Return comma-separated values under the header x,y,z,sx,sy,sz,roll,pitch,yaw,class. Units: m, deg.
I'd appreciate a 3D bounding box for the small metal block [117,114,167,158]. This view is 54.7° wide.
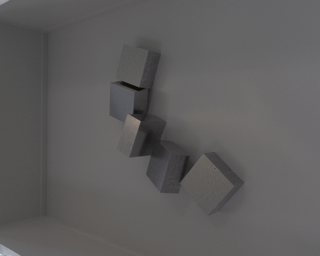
x,y,z,sx,sy,sz,roll,pitch,yaw,class
-0.024,0.010,0.410,0.025,0.050,0.050,29,108,36,small metal block

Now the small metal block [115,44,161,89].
x,y,z,sx,sy,sz,roll,pitch,yaw,class
-0.031,-0.086,0.433,0.050,0.025,0.050,25,106,37,small metal block

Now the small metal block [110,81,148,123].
x,y,z,sx,sy,sz,roll,pitch,yaw,class
-0.045,-0.036,0.437,0.050,0.025,0.050,25,120,37,small metal block

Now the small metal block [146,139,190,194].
x,y,z,sx,sy,sz,roll,pitch,yaw,class
0.008,0.047,0.388,0.050,0.025,0.050,39,117,61,small metal block

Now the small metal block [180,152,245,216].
x,y,z,sx,sy,sz,roll,pitch,yaw,class
0.059,0.064,0.358,0.050,0.025,0.050,48,118,29,small metal block
